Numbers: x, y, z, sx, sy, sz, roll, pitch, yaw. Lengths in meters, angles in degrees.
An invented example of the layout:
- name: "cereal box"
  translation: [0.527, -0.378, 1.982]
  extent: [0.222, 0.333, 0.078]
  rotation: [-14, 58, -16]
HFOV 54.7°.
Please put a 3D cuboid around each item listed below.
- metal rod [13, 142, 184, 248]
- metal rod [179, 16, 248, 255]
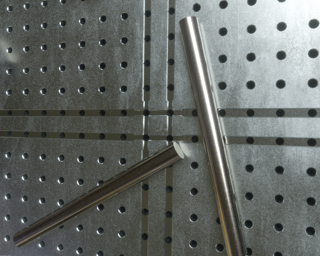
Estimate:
- name: "metal rod"
  translation: [-0.098, 0.103, 0.447]
  extent: [0.300, 0.025, 0.025]
  rotation: [-31, 80, 17]
- name: "metal rod"
  translation: [0.065, 0.008, 0.389]
  extent: [0.025, 0.025, 0.298]
  rotation: [-13, 86, 19]
